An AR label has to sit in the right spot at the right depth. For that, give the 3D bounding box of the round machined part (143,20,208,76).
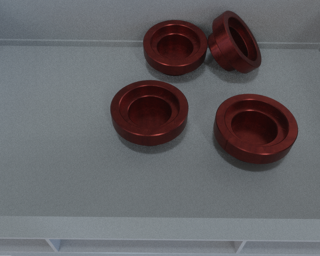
[{"bbox_3d":[0.024,-0.121,0.489,0.099,0.042,0.098,0,60,0],"label":"round machined part"}]

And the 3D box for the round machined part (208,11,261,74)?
[{"bbox_3d":[0.112,-0.127,0.481,0.098,0.042,0.098,25,52,-36],"label":"round machined part"}]

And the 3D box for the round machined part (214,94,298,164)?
[{"bbox_3d":[0.117,0.005,0.391,0.099,0.042,0.098,0,50,0],"label":"round machined part"}]

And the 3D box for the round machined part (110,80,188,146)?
[{"bbox_3d":[-0.013,-0.015,0.407,0.099,0.042,0.098,0,50,0],"label":"round machined part"}]
